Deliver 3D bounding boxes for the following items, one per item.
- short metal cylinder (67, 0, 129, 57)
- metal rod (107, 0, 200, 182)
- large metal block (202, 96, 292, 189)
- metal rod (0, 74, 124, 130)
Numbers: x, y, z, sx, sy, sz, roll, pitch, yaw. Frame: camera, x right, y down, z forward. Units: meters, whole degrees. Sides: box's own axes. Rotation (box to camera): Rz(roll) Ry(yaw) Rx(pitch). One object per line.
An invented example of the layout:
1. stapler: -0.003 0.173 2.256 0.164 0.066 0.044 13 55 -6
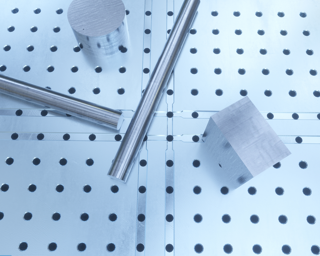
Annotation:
1. short metal cylinder: -0.088 -0.152 0.453 0.081 0.050 0.080 0 70 0
2. metal rod: -0.002 -0.068 0.436 0.025 0.025 0.300 20 71 7
3. large metal block: 0.099 0.021 0.376 0.050 0.080 0.080 -29 73 -10
4. metal rod: -0.195 -0.054 0.429 0.301 0.025 0.025 18 71 6
